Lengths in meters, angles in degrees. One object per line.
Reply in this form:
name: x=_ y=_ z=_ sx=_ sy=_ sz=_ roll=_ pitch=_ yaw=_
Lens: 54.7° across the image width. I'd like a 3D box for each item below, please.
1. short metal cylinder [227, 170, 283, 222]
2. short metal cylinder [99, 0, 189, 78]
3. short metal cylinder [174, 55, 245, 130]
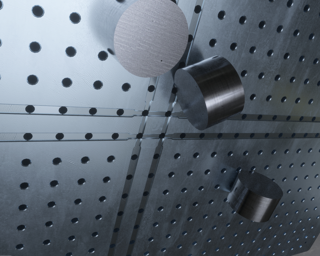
short metal cylinder: x=0.165 y=0.118 z=0.542 sx=0.081 sy=0.080 sz=0.050 roll=4 pitch=117 yaw=-31
short metal cylinder: x=-0.018 y=-0.099 z=0.325 sx=0.081 sy=0.050 sz=0.079 roll=-14 pitch=124 yaw=-21
short metal cylinder: x=0.059 y=-0.043 z=0.383 sx=0.050 sy=0.080 sz=0.080 roll=-23 pitch=127 yaw=-15
